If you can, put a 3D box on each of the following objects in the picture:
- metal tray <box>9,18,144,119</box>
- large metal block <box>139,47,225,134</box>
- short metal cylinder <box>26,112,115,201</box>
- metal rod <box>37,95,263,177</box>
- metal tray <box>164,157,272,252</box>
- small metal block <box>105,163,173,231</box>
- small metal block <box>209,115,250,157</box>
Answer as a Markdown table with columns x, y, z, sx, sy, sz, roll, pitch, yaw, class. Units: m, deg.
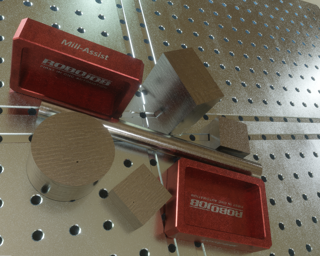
| x | y | z | sx | sy | sz | roll | pitch | yaw | class |
| --- | --- | --- | --- | --- | --- | --- | --- | --- | --- |
| -0.095 | -0.059 | 0.350 | 0.131 | 0.090 | 0.030 | 17 | 55 | -19 | metal tray |
| 0.026 | -0.048 | 0.418 | 0.050 | 0.080 | 0.080 | -20 | 73 | -36 | large metal block |
| -0.093 | 0.030 | 0.322 | 0.081 | 0.050 | 0.080 | 14 | 56 | -21 | short metal cylinder |
| 0.002 | 0.019 | 0.397 | 0.302 | 0.025 | 0.025 | 18 | 55 | -18 | metal rod |
| 0.073 | 0.096 | 0.384 | 0.131 | 0.030 | 0.090 | 17 | 55 | -19 | metal tray |
| -0.023 | 0.077 | 0.349 | 0.050 | 0.025 | 0.050 | 48 | 51 | 5 | small metal block |
| 0.101 | 0.015 | 0.453 | 0.050 | 0.025 | 0.050 | 16 | 55 | -19 | small metal block |
